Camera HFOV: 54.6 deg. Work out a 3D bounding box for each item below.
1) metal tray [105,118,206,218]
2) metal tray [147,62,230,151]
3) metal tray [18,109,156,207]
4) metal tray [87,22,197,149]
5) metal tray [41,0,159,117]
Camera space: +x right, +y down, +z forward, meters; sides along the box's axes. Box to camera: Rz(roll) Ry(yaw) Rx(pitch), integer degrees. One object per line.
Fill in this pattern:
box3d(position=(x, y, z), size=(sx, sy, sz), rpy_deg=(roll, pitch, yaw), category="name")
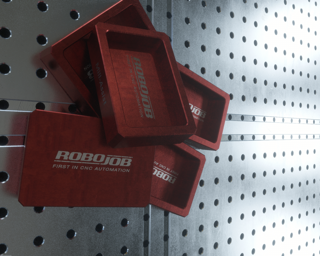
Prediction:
box3d(position=(-0.003, 0.053, 0.401), size=(0.130, 0.030, 0.090), rpy_deg=(32, 71, -35), category="metal tray")
box3d(position=(0.041, -0.028, 0.437), size=(0.131, 0.030, 0.090), rpy_deg=(23, 76, -38), category="metal tray")
box3d(position=(-0.072, 0.034, 0.323), size=(0.131, 0.030, 0.090), rpy_deg=(8, 86, -26), category="metal tray")
box3d(position=(-0.020, -0.046, 0.332), size=(0.091, 0.030, 0.130), rpy_deg=(-2, 67, -33), category="metal tray")
box3d(position=(-0.055, -0.083, 0.357), size=(0.131, 0.030, 0.090), rpy_deg=(-47, 117, -29), category="metal tray")
